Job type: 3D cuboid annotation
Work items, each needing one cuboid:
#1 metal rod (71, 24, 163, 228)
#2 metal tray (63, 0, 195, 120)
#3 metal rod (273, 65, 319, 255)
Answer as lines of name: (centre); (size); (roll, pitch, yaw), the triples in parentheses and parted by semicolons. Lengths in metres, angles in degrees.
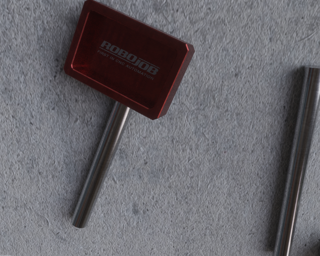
metal rod: (-0.063, 0.010, 0.412); (0.025, 0.025, 0.298); (21, 109, -8)
metal tray: (-0.038, -0.078, 0.354); (0.130, 0.030, 0.089); (28, 109, 11)
metal rod: (0.191, 0.064, 0.435); (0.025, 0.025, 0.298); (0, 110, -1)
